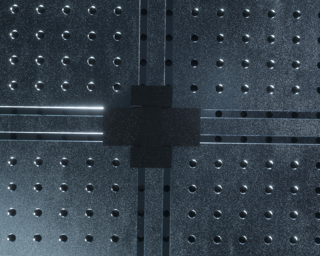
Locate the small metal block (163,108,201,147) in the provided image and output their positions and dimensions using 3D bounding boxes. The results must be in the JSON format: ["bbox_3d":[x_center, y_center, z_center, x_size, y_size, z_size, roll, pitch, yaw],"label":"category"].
[{"bbox_3d":[0.027,-0.001,0.413,0.050,0.025,0.050,1,90,-1],"label":"small metal block"}]

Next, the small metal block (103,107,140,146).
[{"bbox_3d":[-0.049,-0.002,0.412,0.050,0.025,0.050,1,90,-1],"label":"small metal block"}]

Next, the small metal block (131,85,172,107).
[{"bbox_3d":[-0.010,-0.039,0.400,0.050,0.050,0.025,1,90,-1],"label":"small metal block"}]

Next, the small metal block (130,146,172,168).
[{"bbox_3d":[-0.011,0.036,0.400,0.050,0.050,0.025,1,90,-1],"label":"small metal block"}]

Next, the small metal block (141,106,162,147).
[{"bbox_3d":[-0.011,-0.002,0.400,0.025,0.050,0.050,1,90,0],"label":"small metal block"}]
